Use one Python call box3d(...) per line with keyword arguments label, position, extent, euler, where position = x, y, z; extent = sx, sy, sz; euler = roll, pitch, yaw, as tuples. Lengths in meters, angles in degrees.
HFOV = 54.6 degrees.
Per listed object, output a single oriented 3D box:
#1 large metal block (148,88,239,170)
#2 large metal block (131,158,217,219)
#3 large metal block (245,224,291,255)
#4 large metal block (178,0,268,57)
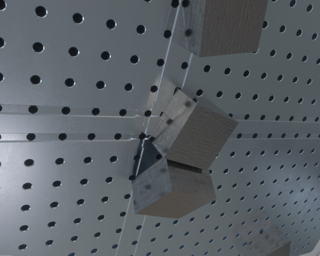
box3d(label="large metal block", position=(0.045, 0.004, 0.421), extent=(0.080, 0.050, 0.080), euler=(20, 108, -36))
box3d(label="large metal block", position=(0.018, 0.087, 0.437), extent=(0.080, 0.050, 0.080), euler=(18, 137, -35))
box3d(label="large metal block", position=(0.242, 0.277, 0.697), extent=(0.080, 0.050, 0.080), euler=(-24, 127, -14))
box3d(label="large metal block", position=(0.071, -0.130, 0.353), extent=(0.081, 0.050, 0.079), euler=(-11, 123, -23))
